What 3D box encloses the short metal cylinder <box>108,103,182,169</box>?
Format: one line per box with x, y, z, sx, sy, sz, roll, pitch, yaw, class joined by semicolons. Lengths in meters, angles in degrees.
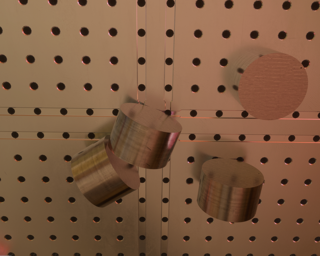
-0.019;0.008;0.387;0.080;0.080;0.050;19;109;-7;short metal cylinder

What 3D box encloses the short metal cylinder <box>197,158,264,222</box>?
0.093;0.081;0.415;0.081;0.080;0.050;5;110;-2;short metal cylinder

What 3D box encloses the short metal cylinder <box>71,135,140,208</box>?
-0.069;0.056;0.404;0.050;0.080;0.080;-30;108;10;short metal cylinder

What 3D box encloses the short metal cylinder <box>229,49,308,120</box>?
0.131;-0.055;0.382;0.081;0.050;0.079;0;110;-1;short metal cylinder
